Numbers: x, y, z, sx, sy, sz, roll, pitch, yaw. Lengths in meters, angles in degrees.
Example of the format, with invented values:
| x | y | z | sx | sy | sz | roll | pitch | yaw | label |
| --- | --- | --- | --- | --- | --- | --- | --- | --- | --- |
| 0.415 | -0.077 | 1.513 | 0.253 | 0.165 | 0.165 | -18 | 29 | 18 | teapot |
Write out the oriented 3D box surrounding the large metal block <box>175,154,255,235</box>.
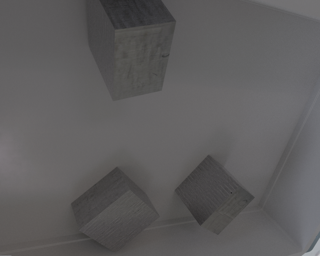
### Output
| x | y | z | sx | sy | sz | roll | pitch | yaw | label |
| --- | --- | --- | --- | --- | --- | --- | --- | --- | --- |
| 0.083 | 0.102 | 0.481 | 0.080 | 0.080 | 0.050 | -48 | 129 | 5 | large metal block |

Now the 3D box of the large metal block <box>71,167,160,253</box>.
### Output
| x | y | z | sx | sy | sz | roll | pitch | yaw | label |
| --- | --- | --- | --- | --- | --- | --- | --- | --- | --- |
| -0.061 | 0.114 | 0.430 | 0.080 | 0.050 | 0.080 | -39 | 129 | -2 | large metal block |

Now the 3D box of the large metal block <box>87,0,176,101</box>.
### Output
| x | y | z | sx | sy | sz | roll | pitch | yaw | label |
| --- | --- | --- | --- | --- | --- | --- | --- | --- | --- |
| -0.031 | -0.085 | 0.287 | 0.050 | 0.080 | 0.080 | -15 | 148 | -20 | large metal block |
